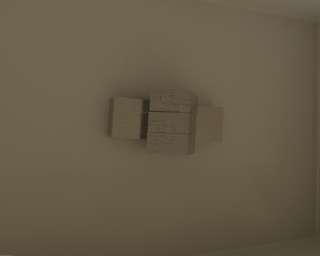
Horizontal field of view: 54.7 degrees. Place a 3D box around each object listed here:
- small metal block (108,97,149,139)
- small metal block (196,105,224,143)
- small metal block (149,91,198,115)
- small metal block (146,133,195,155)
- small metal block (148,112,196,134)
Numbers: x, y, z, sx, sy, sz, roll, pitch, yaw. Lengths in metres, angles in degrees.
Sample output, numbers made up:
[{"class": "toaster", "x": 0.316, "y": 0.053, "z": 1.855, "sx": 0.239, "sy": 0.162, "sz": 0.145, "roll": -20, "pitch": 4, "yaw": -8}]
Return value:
[{"class": "small metal block", "x": -0.038, "y": -0.012, "z": 0.396, "sx": 0.050, "sy": 0.025, "sz": 0.050, "roll": 4, "pitch": 89, "yaw": -20}, {"class": "small metal block", "x": 0.059, "y": -0.005, "z": 0.432, "sx": 0.050, "sy": 0.025, "sz": 0.050, "roll": 3, "pitch": 89, "yaw": -20}, {"class": "small metal block", "x": 0.019, "y": -0.031, "z": 0.392, "sx": 0.050, "sy": 0.050, "sz": 0.025, "roll": 3, "pitch": 89, "yaw": 16}, {"class": "small metal block", "x": 0.015, "y": 0.019, "z": 0.392, "sx": 0.050, "sy": 0.050, "sz": 0.025, "roll": 2, "pitch": 89, "yaw": 16}, {"class": "small metal block", "x": 0.017, "y": -0.006, "z": 0.392, "sx": 0.050, "sy": 0.050, "sz": 0.025, "roll": 2, "pitch": 89, "yaw": 16}]
